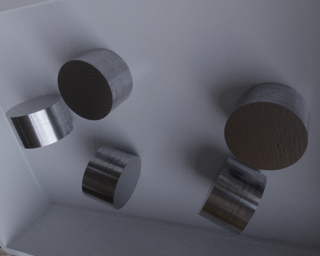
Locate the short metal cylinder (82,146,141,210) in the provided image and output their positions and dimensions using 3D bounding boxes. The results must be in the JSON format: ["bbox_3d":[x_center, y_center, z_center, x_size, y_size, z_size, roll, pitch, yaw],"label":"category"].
[{"bbox_3d":[-0.068,0.071,0.451,0.050,0.080,0.079,18,125,17],"label":"short metal cylinder"}]

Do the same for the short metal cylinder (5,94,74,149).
[{"bbox_3d":[-0.175,-0.012,0.456,0.080,0.080,0.050,0,119,28],"label":"short metal cylinder"}]

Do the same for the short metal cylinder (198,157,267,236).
[{"bbox_3d":[0.087,0.081,0.377,0.050,0.080,0.079,27,128,11],"label":"short metal cylinder"}]

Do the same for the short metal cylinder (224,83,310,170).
[{"bbox_3d":[0.115,-0.002,0.330,0.080,0.050,0.079,13,124,20],"label":"short metal cylinder"}]

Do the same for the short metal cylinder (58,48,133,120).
[{"bbox_3d":[-0.082,-0.057,0.399,0.080,0.050,0.079,13,124,20],"label":"short metal cylinder"}]
